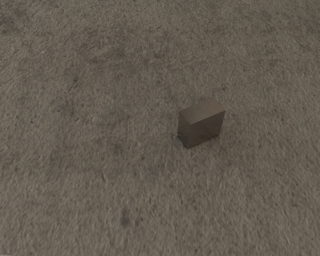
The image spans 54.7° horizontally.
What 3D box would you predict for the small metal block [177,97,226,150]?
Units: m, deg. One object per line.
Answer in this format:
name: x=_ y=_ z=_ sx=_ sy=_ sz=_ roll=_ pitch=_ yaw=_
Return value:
small metal block: x=0.051 y=-0.005 z=0.392 sx=0.050 sy=0.050 sz=0.025 roll=-22 pitch=54 yaw=-18
